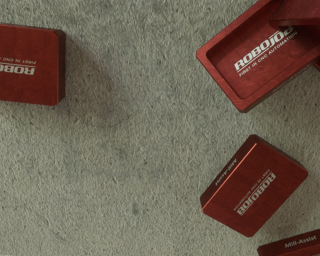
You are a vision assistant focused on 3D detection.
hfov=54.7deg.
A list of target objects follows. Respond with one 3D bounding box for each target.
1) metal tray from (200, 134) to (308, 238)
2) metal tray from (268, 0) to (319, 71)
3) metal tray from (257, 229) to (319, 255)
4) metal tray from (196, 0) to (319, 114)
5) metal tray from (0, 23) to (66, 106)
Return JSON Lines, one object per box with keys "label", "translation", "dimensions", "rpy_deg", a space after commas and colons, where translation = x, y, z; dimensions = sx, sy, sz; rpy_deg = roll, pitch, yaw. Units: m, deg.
{"label": "metal tray", "translation": [0.130, 0.084, 0.439], "dimensions": [0.090, 0.030, 0.129], "rpy_deg": [31, 107, -11]}
{"label": "metal tray", "translation": [0.190, -0.088, 0.331], "dimensions": [0.130, 0.090, 0.030], "rpy_deg": [32, 96, -22]}
{"label": "metal tray", "translation": [0.230, 0.213, 0.487], "dimensions": [0.130, 0.030, 0.090], "rpy_deg": [-19, 109, 6]}
{"label": "metal tray", "translation": [0.119, -0.090, 0.351], "dimensions": [0.130, 0.030, 0.090], "rpy_deg": [-38, 74, 12]}
{"label": "metal tray", "translation": [-0.185, -0.080, 0.376], "dimensions": [0.131, 0.030, 0.089], "rpy_deg": [6, 110, -3]}
